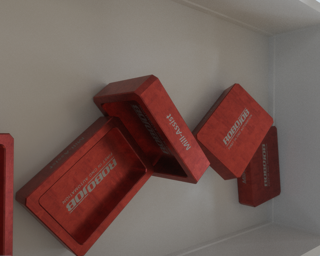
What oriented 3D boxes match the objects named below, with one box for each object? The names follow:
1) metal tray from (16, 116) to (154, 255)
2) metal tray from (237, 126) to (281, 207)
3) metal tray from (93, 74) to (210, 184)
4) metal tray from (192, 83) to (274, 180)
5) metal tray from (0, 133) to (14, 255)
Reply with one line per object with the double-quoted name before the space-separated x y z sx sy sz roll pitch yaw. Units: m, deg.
"metal tray" -0.074 0.059 0.342 0.131 0.030 0.090 -47 119 -30
"metal tray" 0.176 0.065 0.555 0.091 0.030 0.129 -9 96 -40
"metal tray" -0.010 0.005 0.357 0.030 0.090 0.130 -49 119 -29
"metal tray" 0.111 0.004 0.478 0.090 0.030 0.130 44 61 -6
"metal tray" -0.164 0.069 0.243 0.090 0.030 0.129 1 90 -66
